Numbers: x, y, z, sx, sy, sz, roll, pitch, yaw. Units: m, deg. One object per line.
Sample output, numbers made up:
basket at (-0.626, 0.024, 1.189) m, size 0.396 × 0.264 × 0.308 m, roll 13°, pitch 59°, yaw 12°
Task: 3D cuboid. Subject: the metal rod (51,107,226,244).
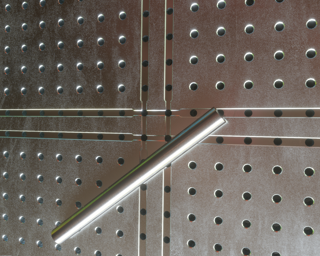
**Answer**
metal rod at (-0.039, 0.073, 0.425) m, size 0.300 × 0.025 × 0.025 m, roll -38°, pitch 78°, yaw 15°
